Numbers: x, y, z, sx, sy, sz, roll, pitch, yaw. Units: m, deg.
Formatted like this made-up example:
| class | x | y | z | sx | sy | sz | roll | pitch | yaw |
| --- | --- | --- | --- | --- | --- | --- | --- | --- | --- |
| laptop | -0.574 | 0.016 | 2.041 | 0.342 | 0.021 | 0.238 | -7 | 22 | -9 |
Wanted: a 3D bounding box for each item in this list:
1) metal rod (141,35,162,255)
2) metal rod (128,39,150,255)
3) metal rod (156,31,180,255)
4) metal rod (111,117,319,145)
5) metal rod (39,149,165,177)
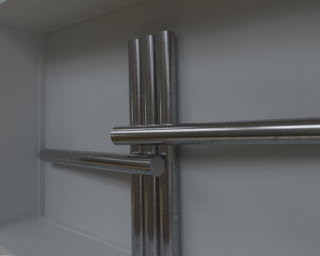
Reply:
| class | x | y | z | sx | sy | sz | roll | pitch | yaw |
| --- | --- | --- | --- | --- | --- | --- | --- | --- | --- |
| metal rod | -0.010 | 0.029 | 0.411 | 0.025 | 0.025 | 0.298 | -2 | 89 | 39 |
| metal rod | -0.029 | 0.029 | 0.427 | 0.025 | 0.025 | 0.298 | -2 | 89 | 39 |
| metal rod | 0.010 | 0.028 | 0.395 | 0.025 | 0.025 | 0.298 | -2 | 89 | 39 |
| metal rod | 0.070 | 0.005 | 0.324 | 0.300 | 0.025 | 0.025 | -2 | 89 | 33 |
| metal rod | -0.109 | 0.048 | 0.471 | 0.300 | 0.025 | 0.025 | -1 | 89 | 45 |
